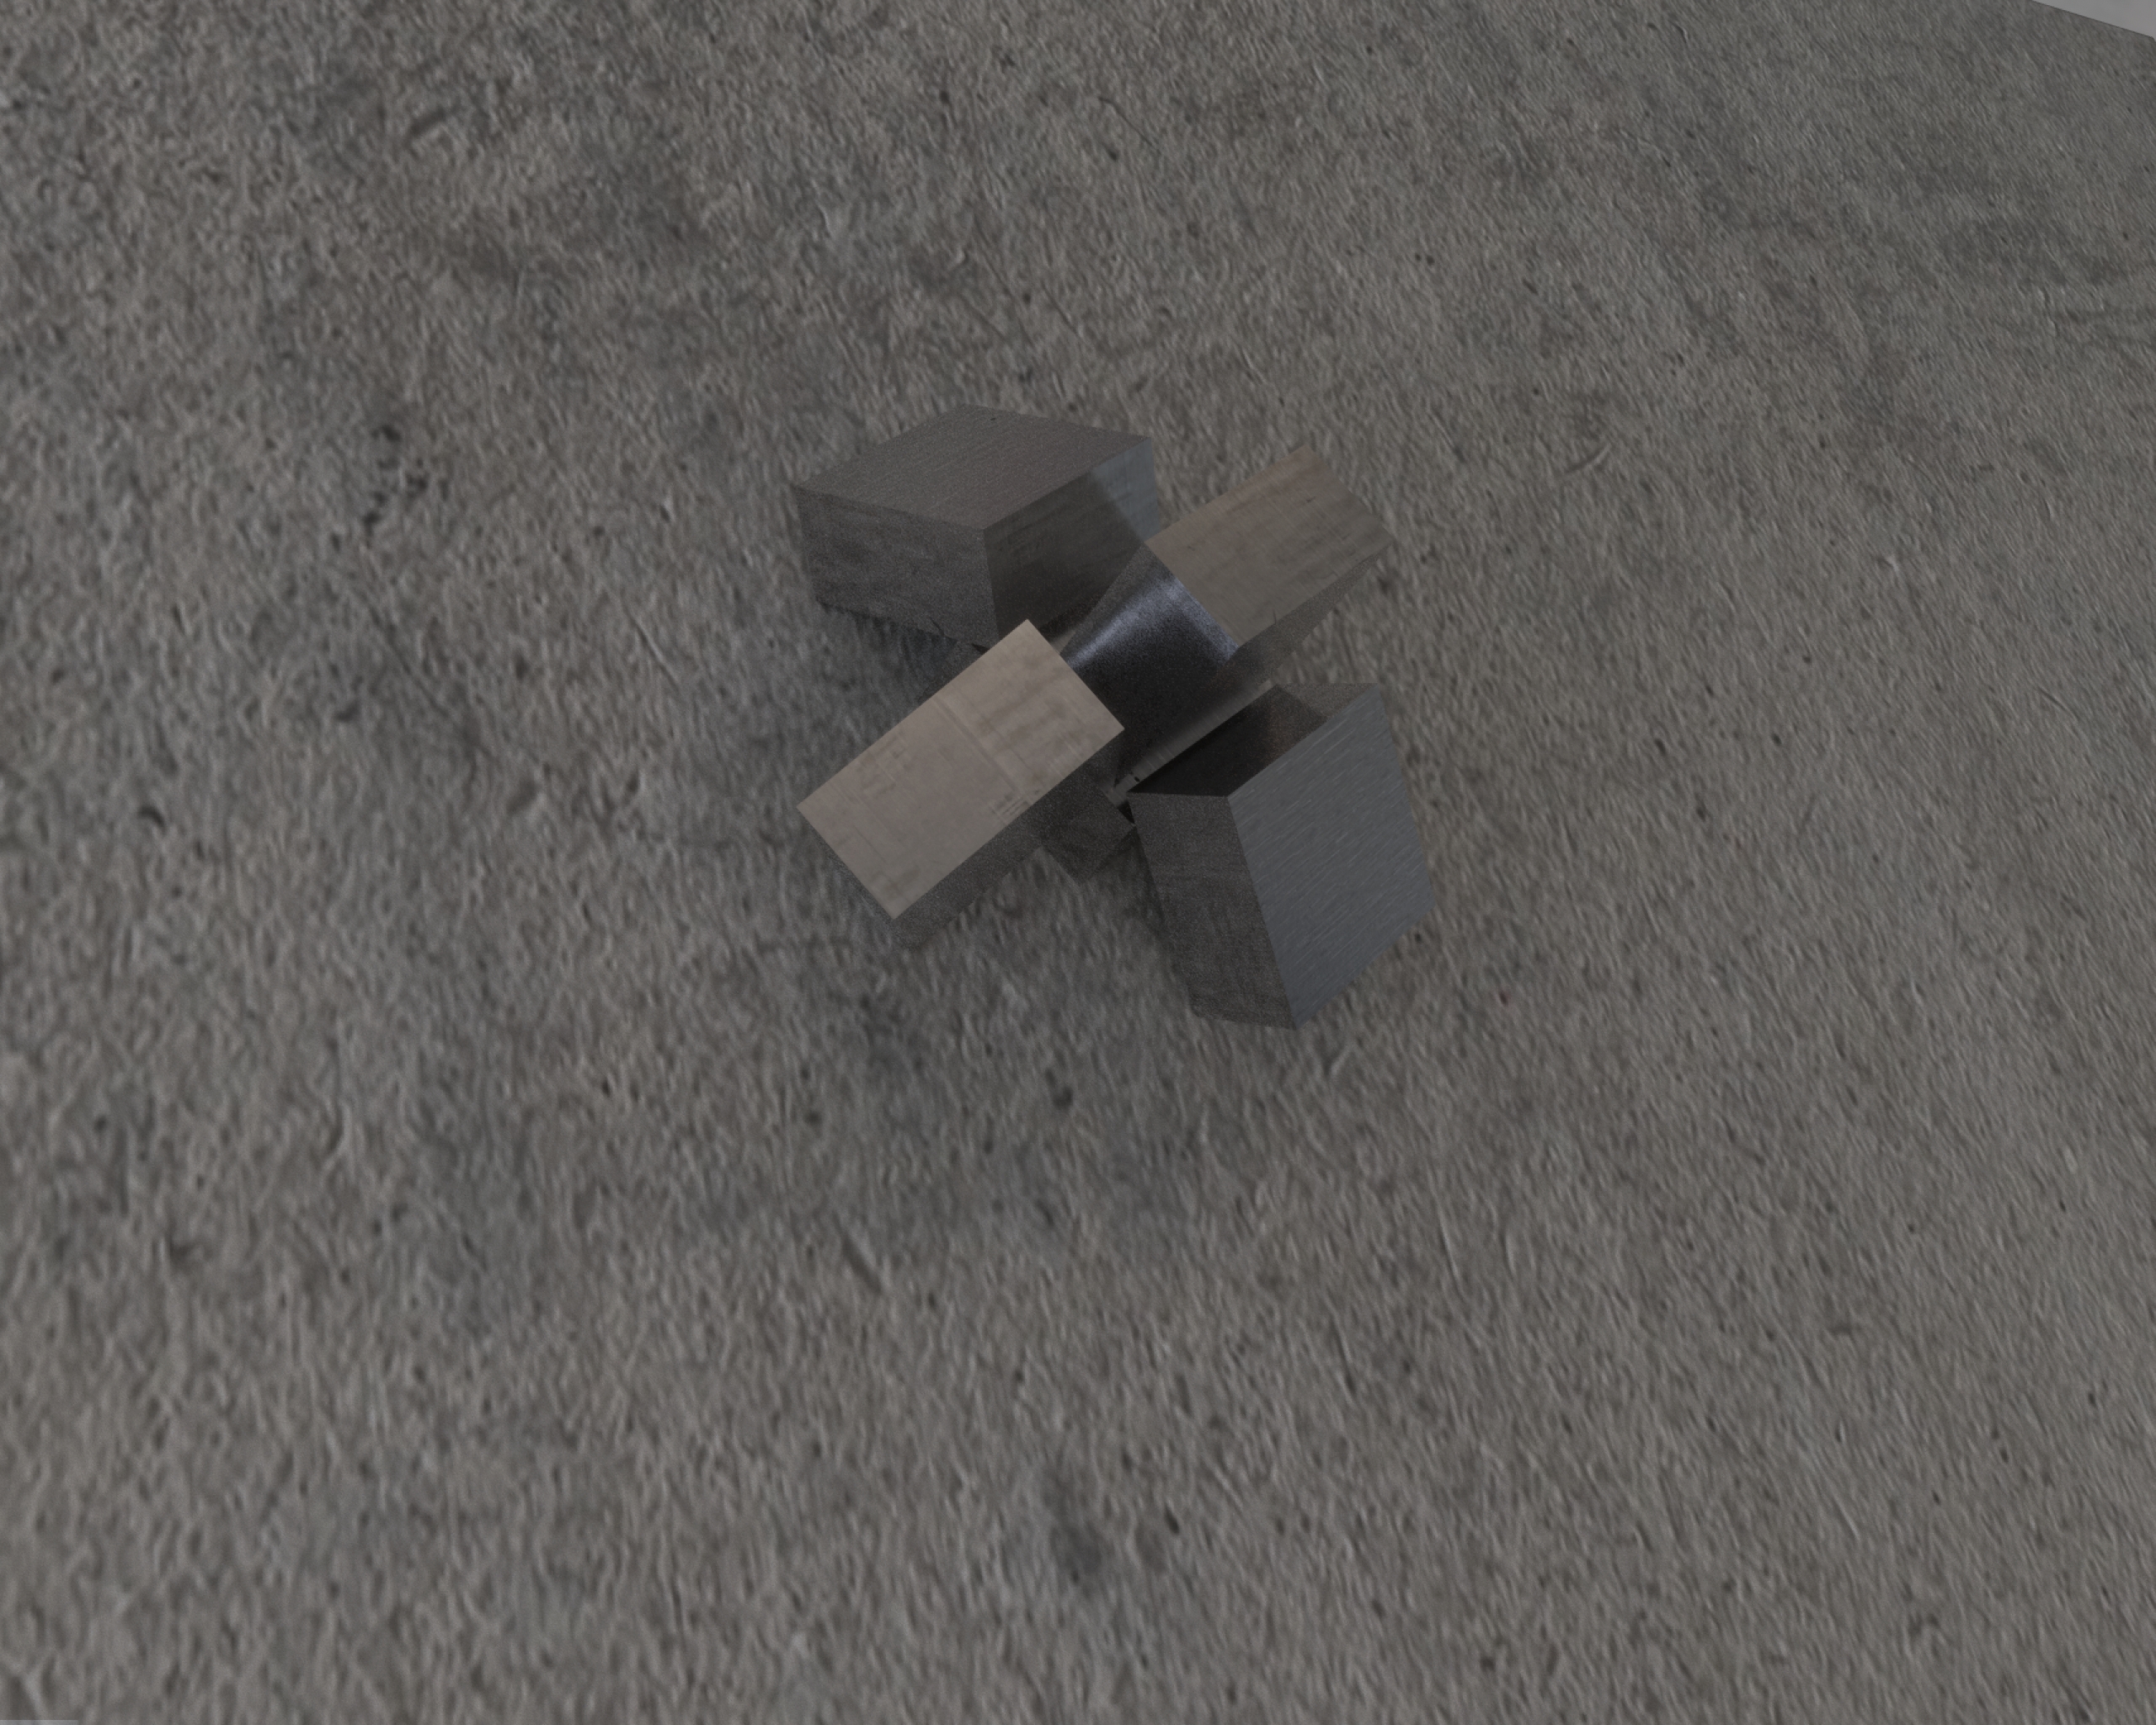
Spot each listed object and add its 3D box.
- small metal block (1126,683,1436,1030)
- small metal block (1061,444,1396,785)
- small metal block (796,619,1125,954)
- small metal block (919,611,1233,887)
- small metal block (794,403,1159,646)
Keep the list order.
[{"bbox_3d":[0.041,-0.002,0.411,0.050,0.025,0.050,-36,118,-38],"label":"small metal block"},{"bbox_3d":[0.025,-0.047,0.398,0.025,0.050,0.050,49,51,6],"label":"small metal block"},{"bbox_3d":[-0.020,-0.012,0.372,0.050,0.050,0.025,-40,84,-7],"label":"small metal block"},{"bbox_3d":[0.005,-0.031,0.425,0.050,0.025,0.050,49,51,6],"label":"small metal block"},{"bbox_3d":[-0.019,-0.069,0.418,0.050,0.025,0.050,19,40,36],"label":"small metal block"}]
